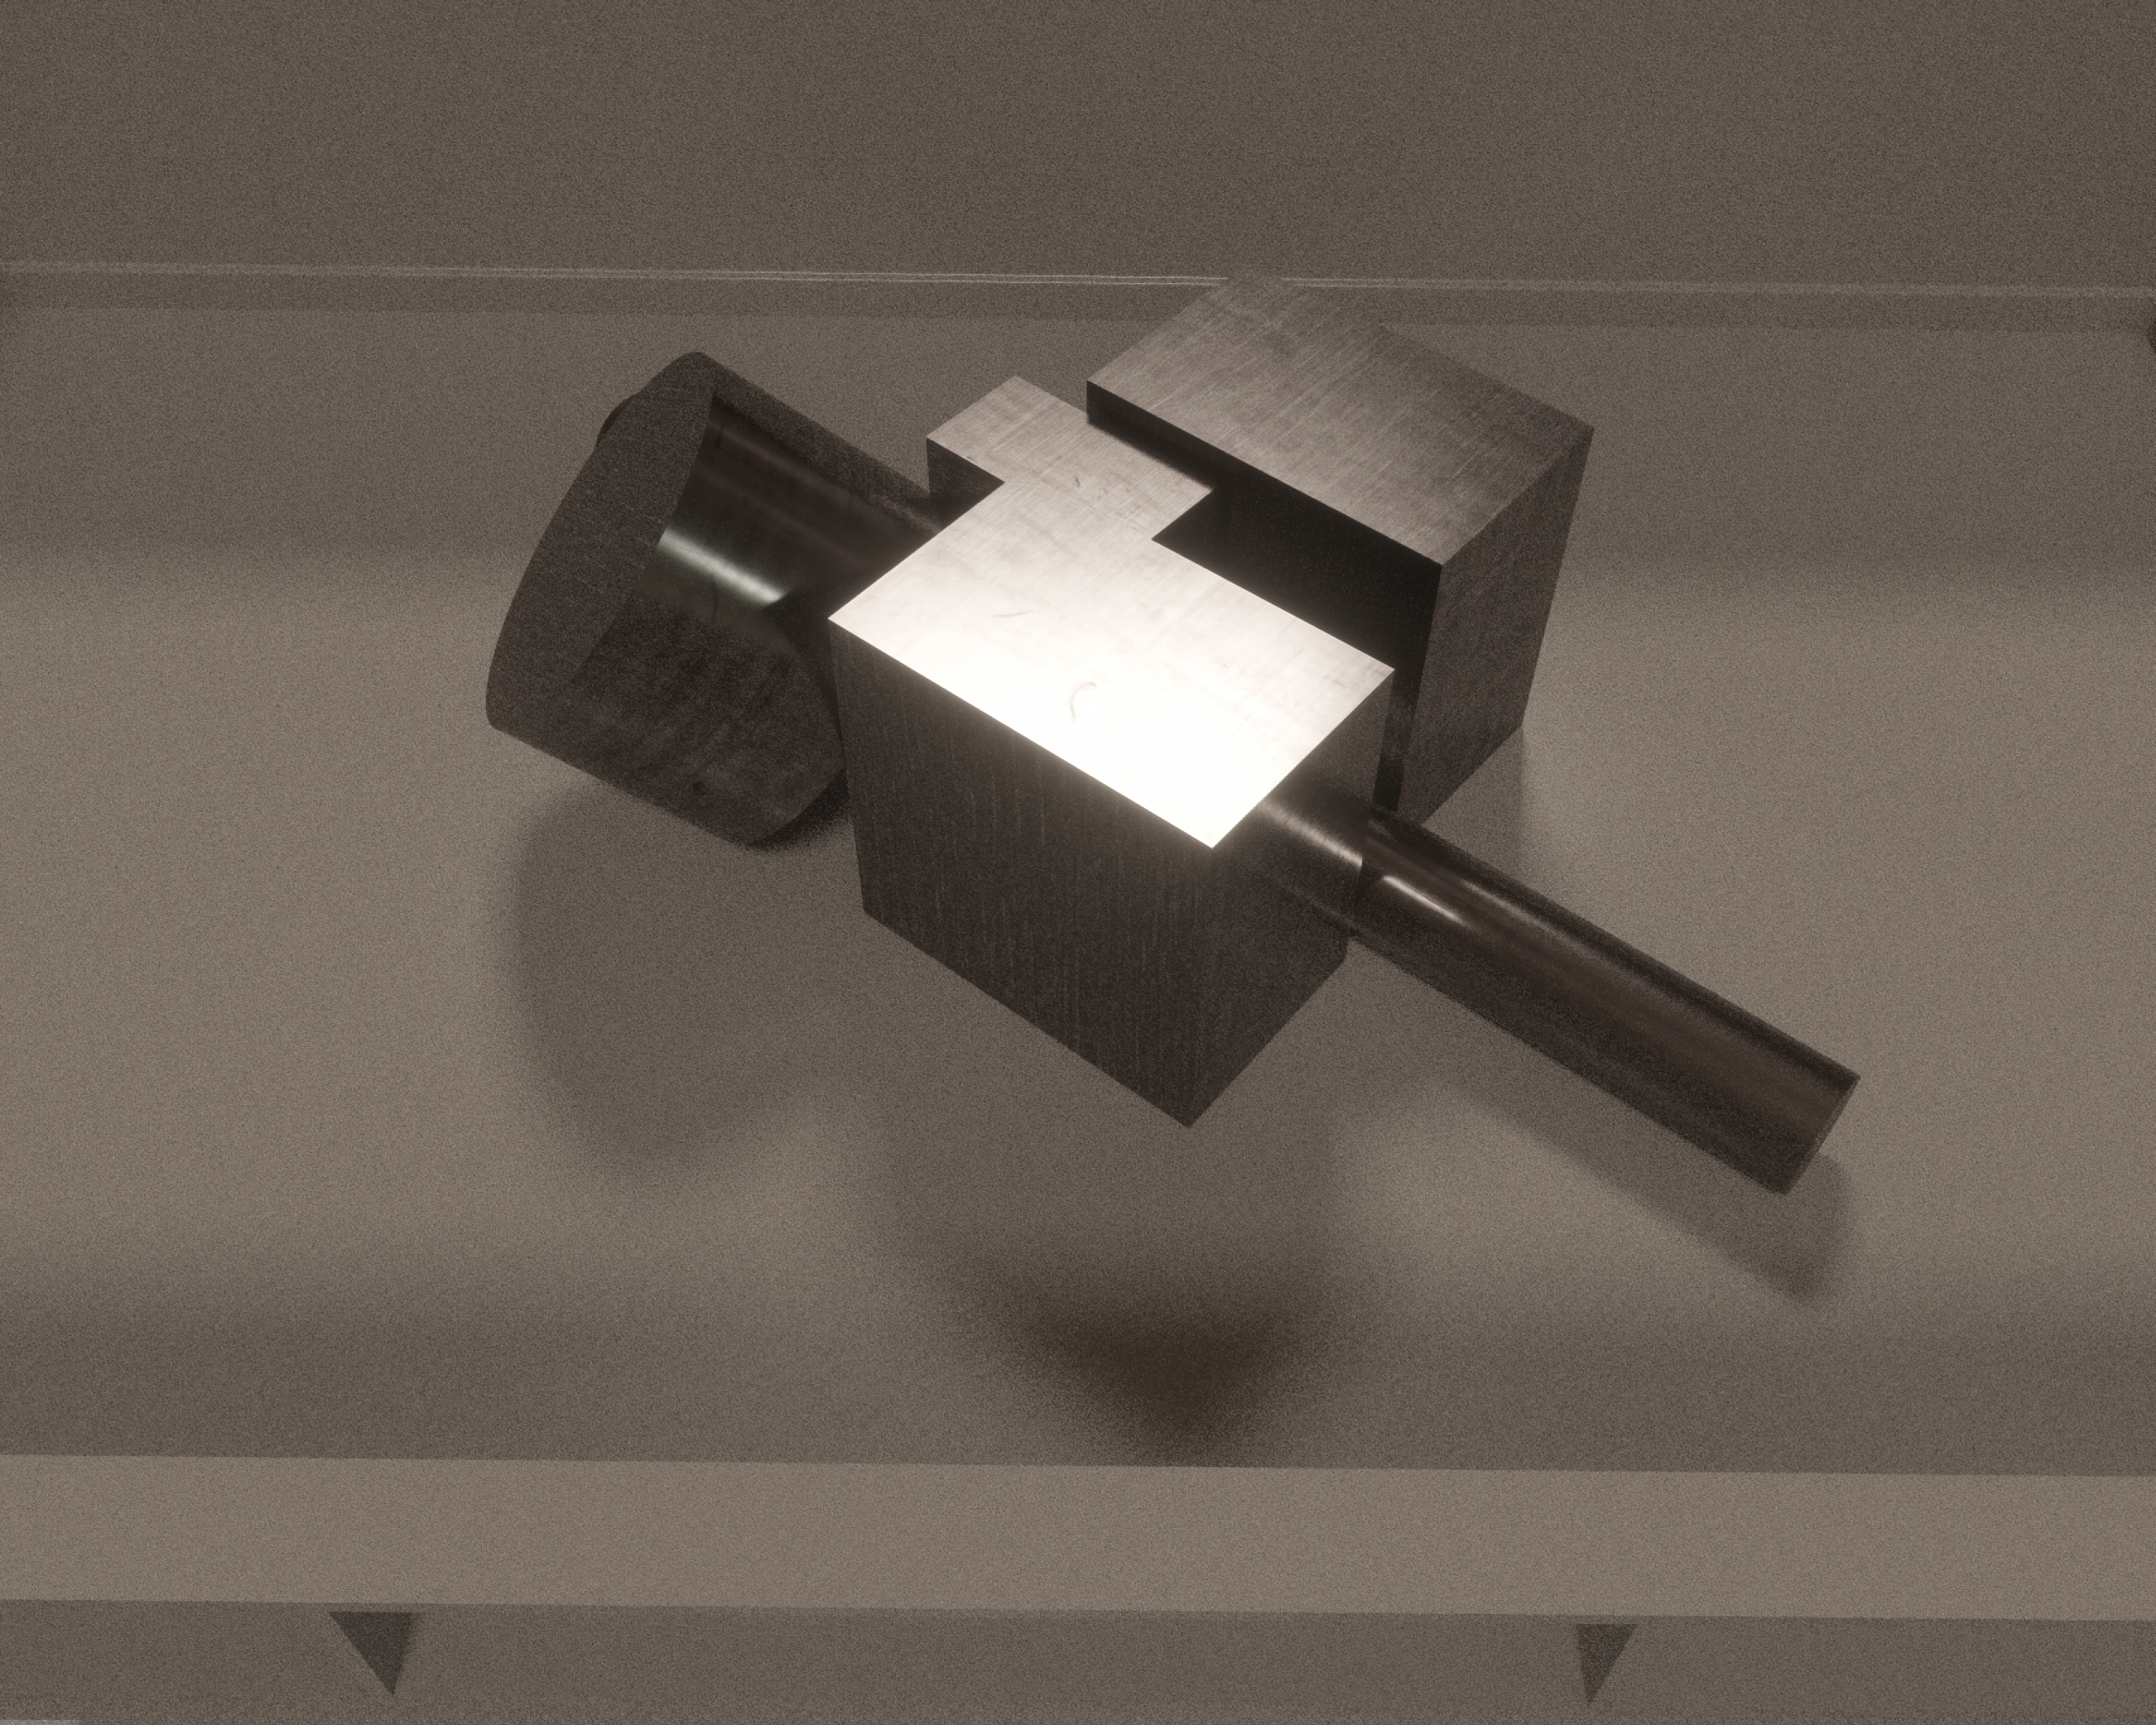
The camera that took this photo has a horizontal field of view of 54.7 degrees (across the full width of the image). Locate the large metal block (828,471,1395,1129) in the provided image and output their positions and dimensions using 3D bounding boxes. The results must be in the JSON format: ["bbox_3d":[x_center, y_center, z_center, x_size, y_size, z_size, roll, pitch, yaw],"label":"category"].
[{"bbox_3d":[0.005,-0.011,0.378,0.080,0.080,0.050,32,57,23],"label":"large metal block"}]

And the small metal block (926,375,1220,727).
[{"bbox_3d":[-0.001,-0.059,0.407,0.050,0.050,0.025,33,58,24],"label":"small metal block"}]

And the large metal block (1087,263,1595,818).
[{"bbox_3d":[0.049,-0.061,0.420,0.080,0.080,0.050,33,57,24],"label":"large metal block"}]

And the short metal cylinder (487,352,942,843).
[{"bbox_3d":[-0.071,-0.050,0.401,0.050,0.080,0.080,29,43,-29],"label":"short metal cylinder"}]

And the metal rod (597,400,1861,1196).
[{"bbox_3d":[0.014,-0.025,0.425,0.300,0.025,0.025,32,57,23],"label":"metal rod"}]
